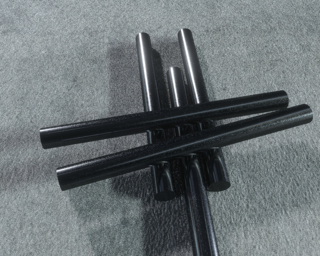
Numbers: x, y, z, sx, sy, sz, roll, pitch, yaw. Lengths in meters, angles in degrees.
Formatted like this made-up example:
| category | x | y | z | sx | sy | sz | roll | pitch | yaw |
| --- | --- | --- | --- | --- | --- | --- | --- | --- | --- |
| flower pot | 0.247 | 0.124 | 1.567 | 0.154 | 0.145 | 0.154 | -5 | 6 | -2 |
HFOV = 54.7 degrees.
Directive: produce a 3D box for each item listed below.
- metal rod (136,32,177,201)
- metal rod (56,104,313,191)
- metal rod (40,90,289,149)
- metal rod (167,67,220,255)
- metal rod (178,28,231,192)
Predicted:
| category | x | y | z | sx | sy | sz | roll | pitch | yaw |
| --- | --- | --- | --- | --- | --- | --- | --- | --- | --- |
| metal rod | -0.012 | -0.039 | 0.435 | 0.025 | 0.025 | 0.300 | -5 | 50 | -5 |
| metal rod | 0.039 | 0.018 | 0.354 | 0.302 | 0.025 | 0.025 | -14 | 52 | -12 |
| metal rod | 0.013 | -0.012 | 0.379 | 0.302 | 0.025 | 0.025 | -9 | 51 | -8 |
| metal rod | 0.035 | 0.031 | 0.377 | 0.025 | 0.025 | 0.300 | -3 | 50 | -3 |
| metal rod | 0.055 | -0.049 | 0.444 | 0.025 | 0.025 | 0.300 | -3 | 50 | -3 |
